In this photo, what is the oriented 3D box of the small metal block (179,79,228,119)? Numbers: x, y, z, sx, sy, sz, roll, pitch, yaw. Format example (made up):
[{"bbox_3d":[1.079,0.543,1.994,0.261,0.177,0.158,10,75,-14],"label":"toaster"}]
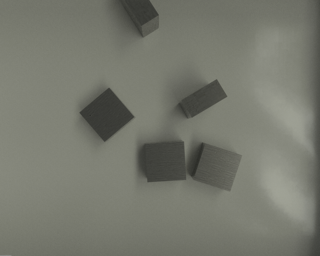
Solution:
[{"bbox_3d":[0.054,-0.036,0.400,0.050,0.050,0.025,-31,90,0],"label":"small metal block"}]

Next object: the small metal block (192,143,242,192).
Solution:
[{"bbox_3d":[0.075,0.051,0.413,0.050,0.025,0.050,18,90,-1],"label":"small metal block"}]

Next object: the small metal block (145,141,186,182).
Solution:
[{"bbox_3d":[0.007,0.044,0.412,0.050,0.025,0.050,-3,90,-1],"label":"small metal block"}]

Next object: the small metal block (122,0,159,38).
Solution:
[{"bbox_3d":[-0.026,-0.151,0.399,0.025,0.050,0.050,-33,90,0],"label":"small metal block"}]

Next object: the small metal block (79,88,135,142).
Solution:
[{"bbox_3d":[-0.068,-0.017,0.411,0.050,0.025,0.050,-40,91,0],"label":"small metal block"}]
